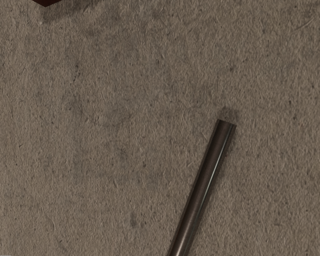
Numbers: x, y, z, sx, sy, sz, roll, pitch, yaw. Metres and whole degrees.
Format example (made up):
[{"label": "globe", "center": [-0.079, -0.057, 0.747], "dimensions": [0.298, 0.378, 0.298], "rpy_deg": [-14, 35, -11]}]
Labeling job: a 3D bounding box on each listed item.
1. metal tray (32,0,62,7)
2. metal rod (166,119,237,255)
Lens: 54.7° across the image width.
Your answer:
[{"label": "metal tray", "center": [-0.137, -0.244, 0.453], "dimensions": [0.130, 0.030, 0.090], "rpy_deg": [-13, 86, 19]}, {"label": "metal rod", "center": [0.033, 0.133, 0.396], "dimensions": [0.025, 0.025, 0.298], "rpy_deg": [21, 97, 18]}]
